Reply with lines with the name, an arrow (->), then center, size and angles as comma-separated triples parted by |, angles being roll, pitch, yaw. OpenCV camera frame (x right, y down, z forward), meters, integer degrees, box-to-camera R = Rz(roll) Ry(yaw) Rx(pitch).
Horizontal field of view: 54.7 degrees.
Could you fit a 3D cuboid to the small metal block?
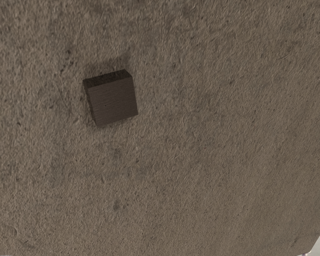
small metal block -> -0.056, -0.035, 0.356 | 0.050, 0.025, 0.050 | -19, 126, -18
